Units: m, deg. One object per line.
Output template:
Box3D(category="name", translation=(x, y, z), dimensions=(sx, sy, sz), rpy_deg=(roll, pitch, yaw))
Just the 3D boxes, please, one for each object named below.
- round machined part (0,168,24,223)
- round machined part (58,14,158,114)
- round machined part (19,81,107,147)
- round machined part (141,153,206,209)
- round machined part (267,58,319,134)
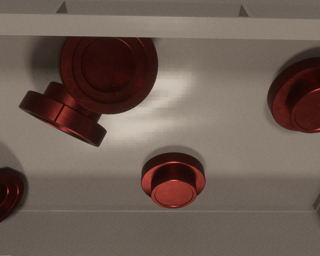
Box3D(category="round machined part", translation=(-0.256, 0.101, 0.456), dimensions=(0.042, 0.099, 0.097), rpy_deg=(30, 133, 21))
Box3D(category="round machined part", translation=(-0.055, -0.066, 0.322), dimensions=(0.099, 0.042, 0.097), rpy_deg=(-7, 109, -22))
Box3D(category="round machined part", translation=(-0.105, -0.018, 0.358), dimensions=(0.098, 0.042, 0.098), rpy_deg=(25, 169, 6))
Box3D(category="round machined part", translation=(0.020, 0.086, 0.472), dimensions=(0.099, 0.042, 0.097), rpy_deg=(-1, 130, 0))
Box3D(category="round machined part", translation=(0.185, -0.032, 0.374), dimensions=(0.099, 0.042, 0.097), rpy_deg=(-1, 130, 0))
